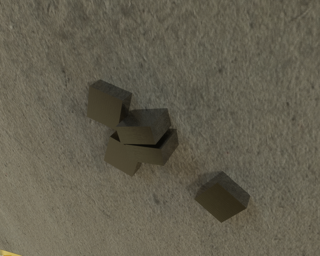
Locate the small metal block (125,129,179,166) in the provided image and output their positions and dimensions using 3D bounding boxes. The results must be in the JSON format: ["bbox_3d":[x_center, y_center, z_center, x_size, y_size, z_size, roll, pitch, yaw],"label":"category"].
[{"bbox_3d":[-0.009,0.022,0.408,0.050,0.050,0.025,6,121,25],"label":"small metal block"}]

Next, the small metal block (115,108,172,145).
[{"bbox_3d":[-0.020,-0.003,0.398,0.050,0.050,0.025,0,118,28],"label":"small metal block"}]

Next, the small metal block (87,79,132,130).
[{"bbox_3d":[-0.070,-0.031,0.423,0.050,0.025,0.050,24,127,13],"label":"small metal block"}]

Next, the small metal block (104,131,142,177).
[{"bbox_3d":[-0.050,0.036,0.454,0.050,0.025,0.050,28,128,9],"label":"small metal block"}]

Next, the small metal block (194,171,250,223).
[{"bbox_3d":[0.084,0.094,0.420,0.050,0.025,0.050,42,129,-1],"label":"small metal block"}]
